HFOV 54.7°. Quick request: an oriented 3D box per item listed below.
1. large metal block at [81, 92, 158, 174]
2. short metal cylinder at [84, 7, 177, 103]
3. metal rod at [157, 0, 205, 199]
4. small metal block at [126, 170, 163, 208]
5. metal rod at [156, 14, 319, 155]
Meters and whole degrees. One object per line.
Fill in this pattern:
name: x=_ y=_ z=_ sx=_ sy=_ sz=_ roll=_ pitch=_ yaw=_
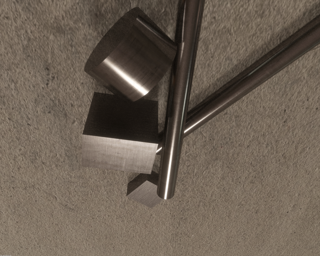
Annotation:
large metal block: x=-0.046 y=0.005 z=0.375 sx=0.081 sy=0.080 sz=0.050 roll=8 pitch=130 yaw=-7
short metal cylinder: x=-0.030 y=-0.072 z=0.310 sx=0.080 sy=0.080 sz=0.050 roll=-36 pitch=122 yaw=26
metal rod: x=0.021 y=-0.032 z=0.356 sx=0.025 sy=0.025 sz=0.298 roll=4 pitch=123 yaw=-4
small metal block: x=-0.017 y=0.096 z=0.489 sx=0.050 sy=0.025 sz=0.050 roll=33 pitch=123 yaw=-25
metal rod: x=0.100 y=-0.054 z=0.363 sx=0.299 sy=0.025 sz=0.025 roll=-37 pitch=122 yaw=27
